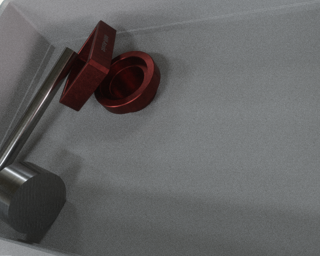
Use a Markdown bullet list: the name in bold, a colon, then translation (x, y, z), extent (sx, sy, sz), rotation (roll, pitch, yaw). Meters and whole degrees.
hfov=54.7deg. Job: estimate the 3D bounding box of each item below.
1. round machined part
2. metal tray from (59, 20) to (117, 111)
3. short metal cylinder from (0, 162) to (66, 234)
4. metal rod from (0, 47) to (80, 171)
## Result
- **round machined part**: translation (-0.043, -0.062, 0.454), extent (0.098, 0.042, 0.098), rotation (-13, 56, 20)
- **metal tray**: translation (-0.108, -0.098, 0.474), extent (0.090, 0.030, 0.130), rotation (-44, 31, 31)
- **short metal cylinder**: translation (-0.172, 0.089, 0.404), extent (0.050, 0.080, 0.080), rotation (15, 70, 34)
- **metal rod**: translation (-0.215, 0.006, 0.483), extent (0.025, 0.025, 0.299), rotation (28, 86, 37)
